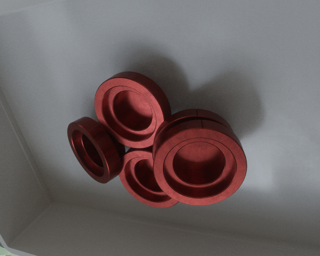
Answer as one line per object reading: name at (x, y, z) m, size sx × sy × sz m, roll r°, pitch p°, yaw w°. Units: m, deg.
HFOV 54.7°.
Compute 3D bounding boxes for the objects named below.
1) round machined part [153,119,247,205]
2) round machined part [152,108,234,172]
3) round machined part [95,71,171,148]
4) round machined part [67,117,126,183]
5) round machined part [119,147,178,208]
round machined part at (0.043, 0.034, 0.344) m, size 0.099 × 0.042 × 0.097 m, roll 1°, pitch 116°, yaw 3°
round machined part at (0.041, 0.021, 0.373) m, size 0.099 × 0.042 × 0.097 m, roll 1°, pitch 116°, yaw 3°
round machined part at (-0.030, -0.026, 0.395) m, size 0.098 × 0.042 × 0.097 m, roll 13°, pitch 124°, yaw 21°
round machined part at (-0.087, 0.027, 0.445) m, size 0.098 × 0.042 × 0.097 m, roll 31°, pitch 138°, yaw 34°
round machined part at (-0.006, 0.061, 0.436) m, size 0.098 × 0.042 × 0.097 m, roll 13°, pitch 124°, yaw 21°
